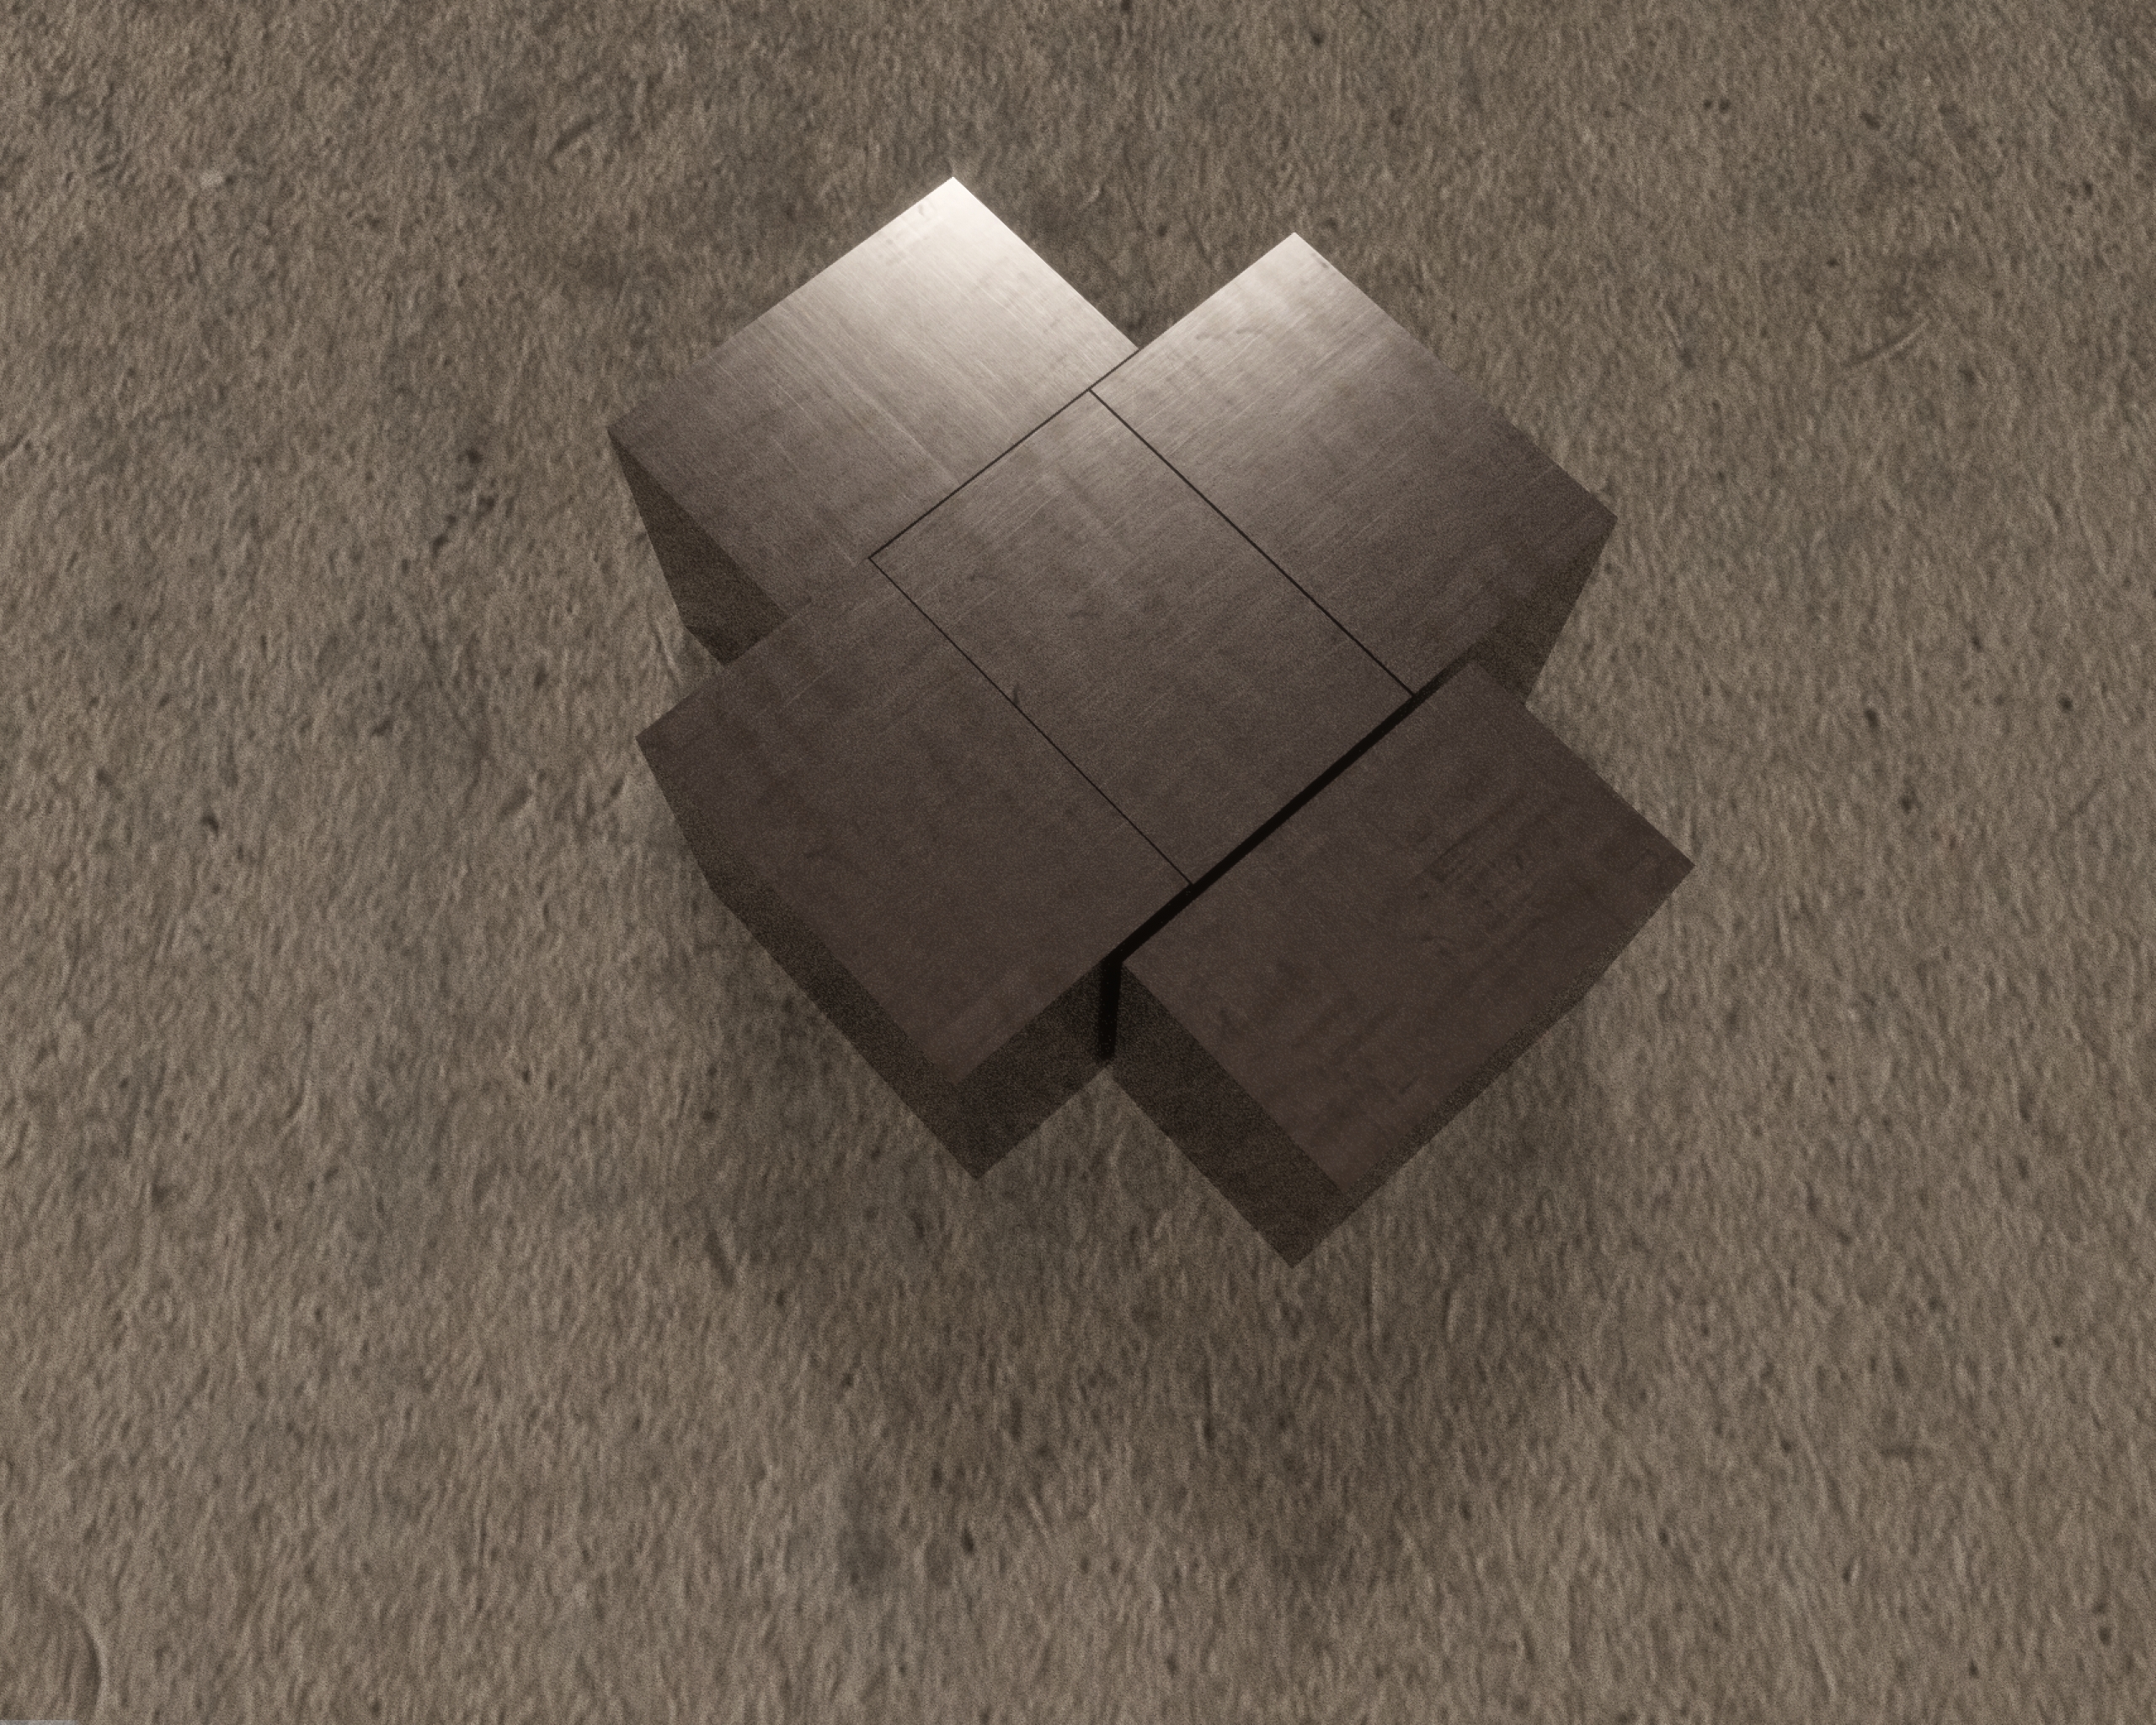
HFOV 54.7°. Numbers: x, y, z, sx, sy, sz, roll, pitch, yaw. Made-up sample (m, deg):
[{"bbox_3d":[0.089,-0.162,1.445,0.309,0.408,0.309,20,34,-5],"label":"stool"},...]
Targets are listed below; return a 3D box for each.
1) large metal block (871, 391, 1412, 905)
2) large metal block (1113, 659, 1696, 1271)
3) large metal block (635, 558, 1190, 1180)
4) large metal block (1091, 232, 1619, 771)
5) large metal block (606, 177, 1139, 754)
[{"bbox_3d":[0.010,-0.027,0.390,0.050,0.080,0.080,-41,75,-13],"label":"large metal block"},{"bbox_3d":[0.054,0.022,0.373,0.080,0.080,0.050,-40,75,-13],"label":"large metal block"},{"bbox_3d":[-0.028,0.005,0.379,0.050,0.080,0.080,-41,75,-13],"label":"large metal block"},{"bbox_3d":[0.048,-0.058,0.403,0.050,0.080,0.080,-41,75,-13],"label":"large metal block"},{"bbox_3d":[-0.036,-0.070,0.406,0.080,0.080,0.050,-40,75,-13],"label":"large metal block"}]
